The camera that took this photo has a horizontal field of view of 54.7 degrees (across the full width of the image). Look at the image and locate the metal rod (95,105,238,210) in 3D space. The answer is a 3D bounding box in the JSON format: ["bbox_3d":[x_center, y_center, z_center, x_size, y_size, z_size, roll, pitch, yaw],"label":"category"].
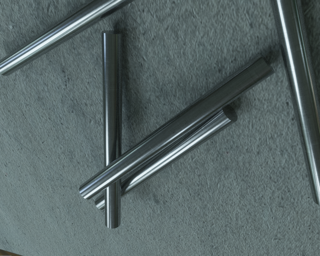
[{"bbox_3d":[-0.011,0.056,0.445,0.025,0.025,0.299,47,129,-5],"label":"metal rod"}]

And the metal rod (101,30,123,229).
[{"bbox_3d":[-0.066,0.020,0.431,0.025,0.025,0.298,14,118,20],"label":"metal rod"}]

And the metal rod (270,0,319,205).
[{"bbox_3d":[0.138,-0.048,0.303,0.025,0.025,0.298,-8,115,31],"label":"metal rod"}]

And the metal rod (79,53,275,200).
[{"bbox_3d":[0.001,0.013,0.379,0.299,0.025,0.025,-36,98,27],"label":"metal rod"}]

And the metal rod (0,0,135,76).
[{"bbox_3d":[-0.118,-0.125,0.389,0.300,0.025,0.025,-16,111,34],"label":"metal rod"}]
